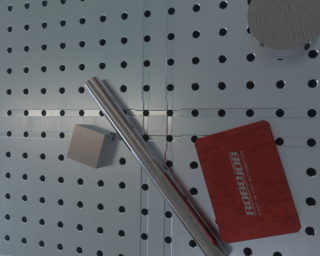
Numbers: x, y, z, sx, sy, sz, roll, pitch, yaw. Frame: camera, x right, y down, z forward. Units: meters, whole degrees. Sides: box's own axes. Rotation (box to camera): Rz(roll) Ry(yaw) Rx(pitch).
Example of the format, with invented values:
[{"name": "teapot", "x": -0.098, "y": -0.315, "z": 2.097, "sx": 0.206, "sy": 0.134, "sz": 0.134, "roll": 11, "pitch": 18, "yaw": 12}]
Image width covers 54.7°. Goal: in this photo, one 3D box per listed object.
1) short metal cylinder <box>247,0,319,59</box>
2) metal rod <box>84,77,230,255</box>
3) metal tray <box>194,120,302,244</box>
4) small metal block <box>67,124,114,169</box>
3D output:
[{"name": "short metal cylinder", "x": 0.142, "y": -0.122, "z": 0.349, "sx": 0.080, "sy": 0.050, "sz": 0.079, "roll": 0, "pitch": 90, "yaw": 20}, {"name": "metal rod", "x": -0.010, "y": 0.051, "z": 0.416, "sx": 0.025, "sy": 0.025, "sz": 0.299, "roll": -40, "pitch": 78, "yaw": 15}, {"name": "metal tray", "x": 0.104, "y": 0.064, "z": 0.373, "sx": 0.090, "sy": 0.030, "sz": 0.129, "roll": -17, "pitch": 84, "yaw": 19}, {"name": "small metal block", "x": -0.101, "y": 0.026, "z": 0.448, "sx": 0.050, "sy": 0.025, "sz": 0.050, "roll": 18, "pitch": 96, "yaw": 19}]
